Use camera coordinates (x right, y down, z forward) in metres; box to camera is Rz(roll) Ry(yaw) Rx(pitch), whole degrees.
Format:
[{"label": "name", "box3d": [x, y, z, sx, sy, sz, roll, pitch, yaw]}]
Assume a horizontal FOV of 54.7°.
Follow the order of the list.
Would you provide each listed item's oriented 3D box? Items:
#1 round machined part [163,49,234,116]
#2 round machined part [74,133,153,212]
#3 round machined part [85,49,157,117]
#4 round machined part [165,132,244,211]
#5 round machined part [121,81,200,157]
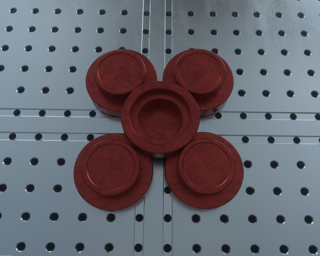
[{"label": "round machined part", "box3d": [0.053, -0.069, 0.428, 0.099, 0.042, 0.098, 0, 70, -1]}, {"label": "round machined part", "box3d": [-0.058, 0.052, 0.383, 0.099, 0.042, 0.098, 0, 70, -1]}, {"label": "round machined part", "box3d": [-0.053, -0.068, 0.426, 0.099, 0.042, 0.098, 0, 70, -1]}, {"label": "round machined part", "box3d": [0.055, 0.051, 0.384, 0.099, 0.042, 0.098, 0, 70, -1]}, {"label": "round machined part", "box3d": [0.001, -0.009, 0.404, 0.099, 0.042, 0.098, 0, 70, -1]}]
